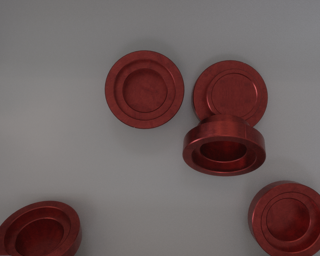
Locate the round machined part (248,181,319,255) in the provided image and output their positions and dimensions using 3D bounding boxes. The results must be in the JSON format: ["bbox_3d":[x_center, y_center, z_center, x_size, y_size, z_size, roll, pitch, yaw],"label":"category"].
[{"bbox_3d":[0.163,0.117,0.404,0.099,0.042,0.097,0,90,0],"label":"round machined part"}]

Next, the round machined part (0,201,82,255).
[{"bbox_3d":[-0.147,0.141,0.383,0.099,0.098,0.042,0,124,0],"label":"round machined part"}]

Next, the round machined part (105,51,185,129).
[{"bbox_3d":[-0.019,-0.047,0.403,0.099,0.042,0.097,0,90,0],"label":"round machined part"}]

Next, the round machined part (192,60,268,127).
[{"bbox_3d":[0.092,-0.040,0.403,0.099,0.042,0.097,0,90,0],"label":"round machined part"}]

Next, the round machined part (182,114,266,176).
[{"bbox_3d":[0.079,0.019,0.385,0.099,0.097,0.042,8,55,0],"label":"round machined part"}]
